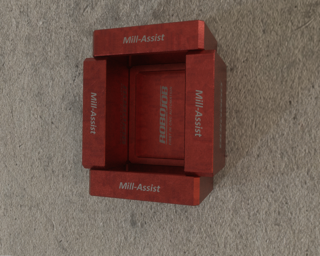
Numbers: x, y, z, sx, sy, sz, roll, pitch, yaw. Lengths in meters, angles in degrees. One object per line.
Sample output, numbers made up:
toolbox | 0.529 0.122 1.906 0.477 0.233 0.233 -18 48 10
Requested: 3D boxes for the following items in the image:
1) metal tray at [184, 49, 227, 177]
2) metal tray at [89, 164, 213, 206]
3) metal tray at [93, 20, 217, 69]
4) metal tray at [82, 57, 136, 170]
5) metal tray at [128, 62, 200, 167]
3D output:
metal tray | 0.055 -0.015 0.355 0.030 0.090 0.129 1 90 20
metal tray | -0.007 0.063 0.377 0.130 0.090 0.030 1 91 19
metal tray | -0.003 -0.096 0.375 0.130 0.090 0.030 1 91 19
metal tray | -0.060 -0.017 0.395 0.030 0.090 0.129 1 90 20
metal tray | 0.007 -0.017 0.404 0.090 0.030 0.129 1 90 19
